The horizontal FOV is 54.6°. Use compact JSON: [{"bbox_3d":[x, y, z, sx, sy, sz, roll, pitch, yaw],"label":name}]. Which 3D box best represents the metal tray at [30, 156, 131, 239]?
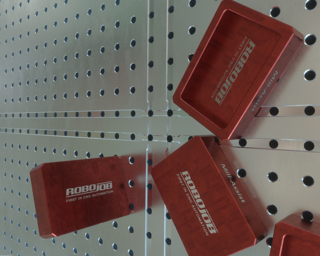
[{"bbox_3d":[-0.104,0.090,0.429,0.030,0.131,0.090,-23,76,38],"label":"metal tray"}]

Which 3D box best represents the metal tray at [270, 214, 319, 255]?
[{"bbox_3d":[0.145,0.159,0.286,0.090,0.030,0.129,13,98,39],"label":"metal tray"}]

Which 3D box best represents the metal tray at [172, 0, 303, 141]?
[{"bbox_3d":[0.078,-0.062,0.341,0.090,0.030,0.129,41,115,32],"label":"metal tray"}]

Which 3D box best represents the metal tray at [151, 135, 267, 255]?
[{"bbox_3d":[0.051,0.084,0.365,0.090,0.030,0.130,-40,66,32],"label":"metal tray"}]
